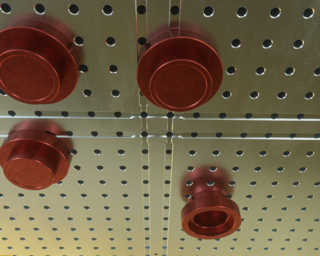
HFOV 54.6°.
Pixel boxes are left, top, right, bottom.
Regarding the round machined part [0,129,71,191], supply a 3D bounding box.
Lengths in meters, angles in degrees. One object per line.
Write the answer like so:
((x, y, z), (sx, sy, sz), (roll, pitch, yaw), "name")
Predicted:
((-0.181, 0.052, 0.443), (0.099, 0.042, 0.097), (0, 130, 0), "round machined part")

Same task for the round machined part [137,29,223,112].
((0.023, -0.057, 0.352), (0.099, 0.042, 0.097), (0, 130, 0), "round machined part")

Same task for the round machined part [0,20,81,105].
((-0.141, -0.065, 0.344), (0.099, 0.042, 0.097), (0, 130, 0), "round machined part")

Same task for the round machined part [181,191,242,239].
((0.084, 0.143, 0.523), (0.099, 0.042, 0.097), (0, 130, 0), "round machined part")
